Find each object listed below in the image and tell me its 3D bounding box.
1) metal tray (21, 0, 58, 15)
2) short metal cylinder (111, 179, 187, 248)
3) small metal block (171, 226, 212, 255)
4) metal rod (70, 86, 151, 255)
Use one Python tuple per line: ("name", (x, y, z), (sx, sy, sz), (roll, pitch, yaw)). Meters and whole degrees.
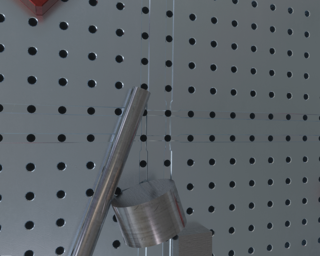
("metal tray", (-0.158, -0.208, 0.351), (0.130, 0.030, 0.090), (43, 77, -15))
("short metal cylinder", (-0.013, 0.101, 0.379), (0.081, 0.080, 0.050), (-20, 97, -19))
("small metal block", (0.044, 0.168, 0.429), (0.050, 0.025, 0.050), (0, 90, -20))
("metal rod", (-0.073, 0.091, 0.385), (0.025, 0.025, 0.299), (22, 83, -19))
